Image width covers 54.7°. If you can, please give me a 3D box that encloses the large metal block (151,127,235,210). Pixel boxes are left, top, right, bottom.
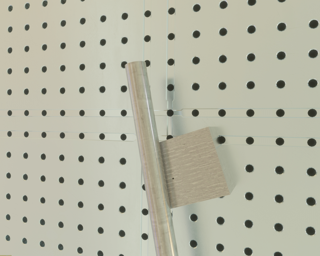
[{"bbox_3d":[0.039,0.048,0.385,0.080,0.050,0.080,-19,84,19],"label":"large metal block"}]

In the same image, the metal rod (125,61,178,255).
[{"bbox_3d":[-0.004,0.071,0.360,0.025,0.025,0.298,-11,86,19],"label":"metal rod"}]
